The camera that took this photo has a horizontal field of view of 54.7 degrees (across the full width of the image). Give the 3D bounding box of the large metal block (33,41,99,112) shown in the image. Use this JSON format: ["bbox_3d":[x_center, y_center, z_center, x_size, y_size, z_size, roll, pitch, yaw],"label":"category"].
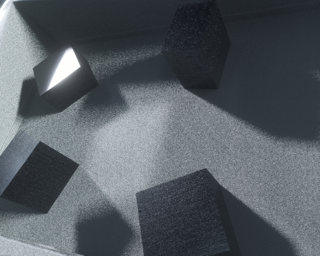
[{"bbox_3d":[-0.162,-0.088,0.529,0.080,0.050,0.080,-35,51,5],"label":"large metal block"}]

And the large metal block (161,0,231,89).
[{"bbox_3d":[0.051,-0.107,0.409,0.050,0.080,0.080,5,64,30],"label":"large metal block"}]

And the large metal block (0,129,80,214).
[{"bbox_3d":[-0.173,0.060,0.424,0.050,0.080,0.080,21,73,36],"label":"large metal block"}]

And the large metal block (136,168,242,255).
[{"bbox_3d":[0.027,0.098,0.315,0.080,0.050,0.080,-22,53,14],"label":"large metal block"}]
